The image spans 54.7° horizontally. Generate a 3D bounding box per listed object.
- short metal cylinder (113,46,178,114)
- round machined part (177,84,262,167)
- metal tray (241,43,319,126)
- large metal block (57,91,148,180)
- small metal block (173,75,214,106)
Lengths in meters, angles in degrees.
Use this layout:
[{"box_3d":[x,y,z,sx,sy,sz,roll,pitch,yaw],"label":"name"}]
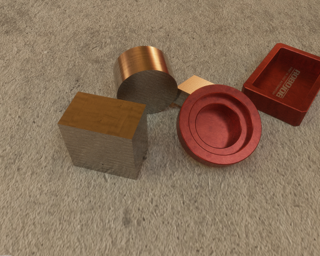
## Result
[{"box_3d":[-0.021,-0.063,0.421,0.081,0.080,0.050,-9,51,-7],"label":"short metal cylinder"},{"box_3d":[0.068,0.000,0.378,0.099,0.042,0.098,2,74,-7],"label":"round machined part"},{"box_3d":[0.189,-0.069,0.459,0.090,0.030,0.131,29,56,22],"label":"metal tray"},{"box_3d":[-0.060,0.010,0.358,0.080,0.080,0.050,12,51,9],"label":"large metal block"},{"box_3d":[0.055,-0.046,0.435,0.050,0.025,0.050,29,42,22],"label":"small metal block"}]
